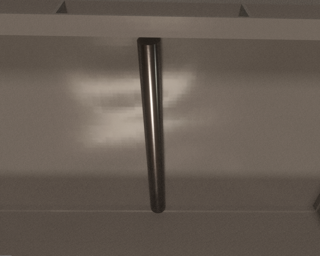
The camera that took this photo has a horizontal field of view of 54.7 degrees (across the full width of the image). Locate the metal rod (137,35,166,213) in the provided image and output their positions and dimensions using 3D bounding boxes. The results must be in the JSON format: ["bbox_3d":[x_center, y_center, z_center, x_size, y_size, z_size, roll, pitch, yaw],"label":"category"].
[{"bbox_3d":[-0.008,0.020,0.425,0.025,0.025,0.298,-2,130,1],"label":"metal rod"}]
